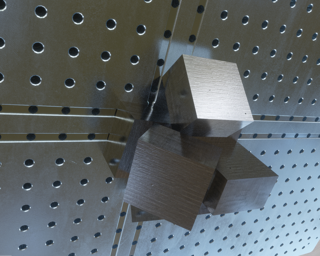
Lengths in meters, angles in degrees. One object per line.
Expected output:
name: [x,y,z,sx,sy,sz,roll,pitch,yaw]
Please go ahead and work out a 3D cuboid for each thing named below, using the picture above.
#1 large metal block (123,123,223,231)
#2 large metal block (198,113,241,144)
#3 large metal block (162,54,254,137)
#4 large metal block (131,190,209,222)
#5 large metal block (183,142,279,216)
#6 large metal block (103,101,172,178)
large metal block: [0.014,0.051,0.339,0.080,0.050,0.079,21,115,11]
large metal block: [0.057,0.021,0.438,0.081,0.050,0.079,3,117,-30]
large metal block: [0.056,-0.036,0.374,0.081,0.080,0.050,2,156,-29]
large metal block: [0.011,0.101,0.436,0.081,0.050,0.080,2,162,-29]
large metal block: [0.085,0.060,0.393,0.081,0.080,0.050,1,118,-29]
large metal block: [-0.017,0.017,0.396,0.081,0.050,0.080,7,115,-32]
